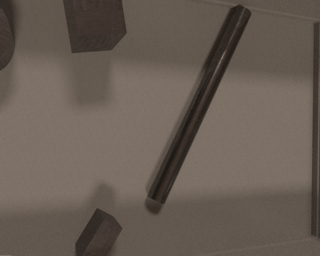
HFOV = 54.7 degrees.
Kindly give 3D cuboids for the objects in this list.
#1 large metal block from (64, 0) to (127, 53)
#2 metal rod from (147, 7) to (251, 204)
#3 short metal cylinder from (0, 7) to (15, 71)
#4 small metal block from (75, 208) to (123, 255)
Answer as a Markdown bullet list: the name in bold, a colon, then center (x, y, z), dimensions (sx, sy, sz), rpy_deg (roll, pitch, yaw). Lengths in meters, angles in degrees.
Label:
- **large metal block**: center (-0.078, -0.136, 0.353), dimensions (0.050, 0.080, 0.079), rpy_deg (-10, 94, -20)
- **metal rod**: center (0.059, -0.038, 0.433), dimensions (0.025, 0.025, 0.299), rpy_deg (29, 80, -18)
- **short metal cylinder**: center (-0.199, -0.097, 0.324), dimensions (0.081, 0.050, 0.079), rpy_deg (0, 90, -21)
- **small metal block**: center (-0.074, 0.130, 0.371), dimensions (0.025, 0.050, 0.050), rpy_deg (34, 79, -17)
